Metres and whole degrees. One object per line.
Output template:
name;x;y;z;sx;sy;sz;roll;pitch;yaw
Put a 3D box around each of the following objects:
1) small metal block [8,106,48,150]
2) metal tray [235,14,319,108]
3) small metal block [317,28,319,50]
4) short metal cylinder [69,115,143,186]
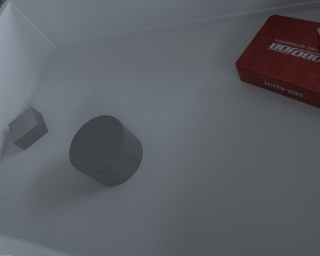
small metal block;-0.221;0.000;0.519;0.050;0.025;0.050;-38;51;2
metal tray;0.168;-0.080;0.363;0.130;0.030;0.090;29;78;37
small metal block;0.196;-0.085;0.316;0.050;0.025;0.050;-16;55;19
short metal cylinder;-0.070;0.030;0.406;0.080;0.050;0.080;-13;56;20
